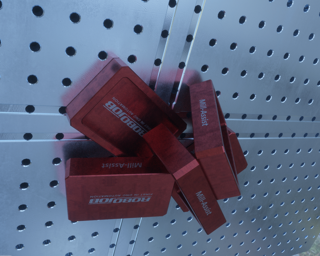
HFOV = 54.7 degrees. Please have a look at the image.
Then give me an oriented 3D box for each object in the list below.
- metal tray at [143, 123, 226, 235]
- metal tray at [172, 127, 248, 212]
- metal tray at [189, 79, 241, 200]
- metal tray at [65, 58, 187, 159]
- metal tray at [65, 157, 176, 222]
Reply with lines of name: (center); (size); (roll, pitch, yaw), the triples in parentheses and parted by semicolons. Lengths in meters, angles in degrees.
metal tray: (0.032, 0.065, 0.388); (0.030, 0.090, 0.130); (-34, 129, -7)
metal tray: (0.068, 0.064, 0.486); (0.130, 0.030, 0.090); (-36, 129, -5)
metal tray: (0.068, 0.012, 0.390); (0.030, 0.130, 0.090); (-16, 131, 15)
metal tray: (-0.037, -0.011, 0.382); (0.090, 0.030, 0.130); (-46, 130, 3)
metal tray: (-0.051, 0.079, 0.399); (0.131, 0.030, 0.089); (0, 130, -12)
